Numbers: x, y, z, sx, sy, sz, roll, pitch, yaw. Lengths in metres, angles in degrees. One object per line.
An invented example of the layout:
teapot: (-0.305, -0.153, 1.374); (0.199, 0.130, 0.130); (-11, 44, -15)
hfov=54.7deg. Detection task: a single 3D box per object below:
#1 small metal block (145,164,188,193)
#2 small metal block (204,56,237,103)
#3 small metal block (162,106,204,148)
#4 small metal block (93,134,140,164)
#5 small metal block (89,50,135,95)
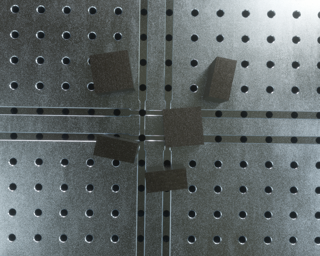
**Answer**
small metal block: (0.008, 0.064, 0.401); (0.050, 0.050, 0.025); (-6, 90, -1)
small metal block: (0.077, -0.060, 0.402); (0.025, 0.050, 0.050); (12, 90, 0)
small metal block: (0.030, -0.001, 0.414); (0.050, 0.025, 0.050); (-5, 90, -1)
small metal block: (-0.054, 0.026, 0.400); (0.050, 0.050, 0.025); (12, 90, -1)
small metal block: (-0.063, -0.073, 0.413); (0.050, 0.025, 0.050); (-9, 90, -1)
